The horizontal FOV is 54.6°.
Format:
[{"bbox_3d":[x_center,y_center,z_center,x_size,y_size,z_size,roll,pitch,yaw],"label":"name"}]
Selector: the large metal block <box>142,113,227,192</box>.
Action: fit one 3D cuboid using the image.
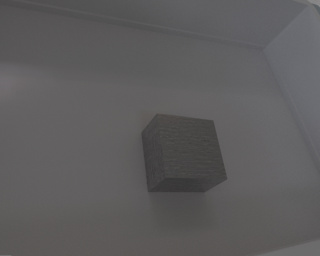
[{"bbox_3d":[0.027,0.033,0.384,0.081,0.050,0.080,6,59,-25],"label":"large metal block"}]
